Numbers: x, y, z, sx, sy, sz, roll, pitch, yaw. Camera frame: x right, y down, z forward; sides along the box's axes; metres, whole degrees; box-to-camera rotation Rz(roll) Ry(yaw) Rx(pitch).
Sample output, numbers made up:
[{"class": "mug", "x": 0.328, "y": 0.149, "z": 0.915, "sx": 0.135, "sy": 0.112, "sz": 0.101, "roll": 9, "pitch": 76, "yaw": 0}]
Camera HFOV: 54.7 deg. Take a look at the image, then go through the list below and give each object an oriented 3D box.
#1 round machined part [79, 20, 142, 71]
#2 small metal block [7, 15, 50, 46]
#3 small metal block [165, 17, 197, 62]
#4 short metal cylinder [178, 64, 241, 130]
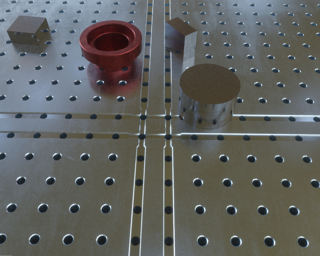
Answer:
[{"class": "round machined part", "x": -0.078, "y": -0.131, "z": 0.506, "sx": 0.099, "sy": 0.042, "sz": 0.098, "roll": 0, "pitch": 50, "yaw": 0}, {"class": "small metal block", "x": -0.233, "y": -0.174, "z": 0.551, "sx": 0.050, "sy": 0.025, "sz": 0.050, "roll": 6, "pitch": 50, "yaw": 5}, {"class": "small metal block", "x": 0.034, "y": -0.148, "z": 0.516, "sx": 0.025, "sy": 0.050, "sz": 0.050, "roll": -30, "pitch": 56, "yaw": -23}, {"class": "short metal cylinder", "x": 0.066, "y": -0.044, "z": 0.429, "sx": 0.081, "sy": 0.050, "sz": 0.080, "roll": 0, "pitch": 50, "yaw": 0}]
